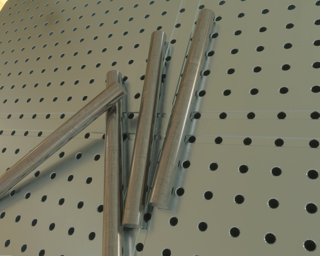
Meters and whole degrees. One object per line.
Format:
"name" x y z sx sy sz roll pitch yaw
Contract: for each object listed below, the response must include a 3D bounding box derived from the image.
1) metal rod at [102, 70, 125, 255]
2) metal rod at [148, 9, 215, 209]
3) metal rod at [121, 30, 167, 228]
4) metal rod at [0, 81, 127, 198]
"metal rod" -0.062 0.040 0.417 0.025 0.025 0.300 -18 55 18
"metal rod" 0.035 -0.043 0.416 0.025 0.025 0.300 1 62 29
"metal rod" -0.017 -0.018 0.428 0.025 0.025 0.300 -8 58 24
"metal rod" -0.172 0.033 0.460 0.300 0.025 0.025 -38 51 10
